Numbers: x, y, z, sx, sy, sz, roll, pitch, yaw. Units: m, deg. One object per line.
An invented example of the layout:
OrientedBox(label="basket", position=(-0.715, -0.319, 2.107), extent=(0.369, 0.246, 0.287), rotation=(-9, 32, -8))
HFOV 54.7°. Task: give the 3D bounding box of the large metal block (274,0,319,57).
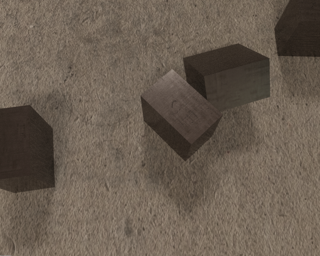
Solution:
OrientedBox(label="large metal block", position=(0.217, -0.144, 0.434), extent=(0.081, 0.080, 0.050), rotation=(1, 70, 0))

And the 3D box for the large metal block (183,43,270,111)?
OrientedBox(label="large metal block", position=(0.083, -0.066, 0.399), extent=(0.081, 0.050, 0.080), rotation=(-16, 30, -6))

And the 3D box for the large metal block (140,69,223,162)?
OrientedBox(label="large metal block", position=(0.024, -0.012, 0.384), extent=(0.050, 0.080, 0.080), rotation=(-42, 76, -14))

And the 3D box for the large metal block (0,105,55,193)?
OrientedBox(label="large metal block", position=(-0.164, 0.028, 0.367), extent=(0.050, 0.080, 0.080), rotation=(-8, 70, -3))
